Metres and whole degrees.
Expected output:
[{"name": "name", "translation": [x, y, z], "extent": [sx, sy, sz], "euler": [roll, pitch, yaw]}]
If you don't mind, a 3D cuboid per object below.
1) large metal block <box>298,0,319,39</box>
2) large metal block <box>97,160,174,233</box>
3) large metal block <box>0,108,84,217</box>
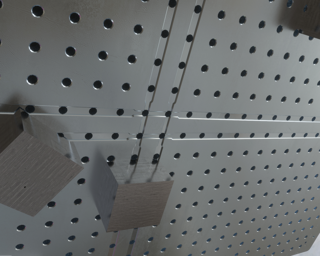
[{"name": "large metal block", "translation": [0.254, -0.168, 0.433], "extent": [0.081, 0.050, 0.079], "euler": [-9, 122, -24]}, {"name": "large metal block", "translation": [-0.036, 0.093, 0.434], "extent": [0.081, 0.050, 0.079], "euler": [1, 118, -30]}, {"name": "large metal block", "translation": [-0.146, 0.039, 0.340], "extent": [0.080, 0.050, 0.080], "euler": [-44, 130, 2]}]
